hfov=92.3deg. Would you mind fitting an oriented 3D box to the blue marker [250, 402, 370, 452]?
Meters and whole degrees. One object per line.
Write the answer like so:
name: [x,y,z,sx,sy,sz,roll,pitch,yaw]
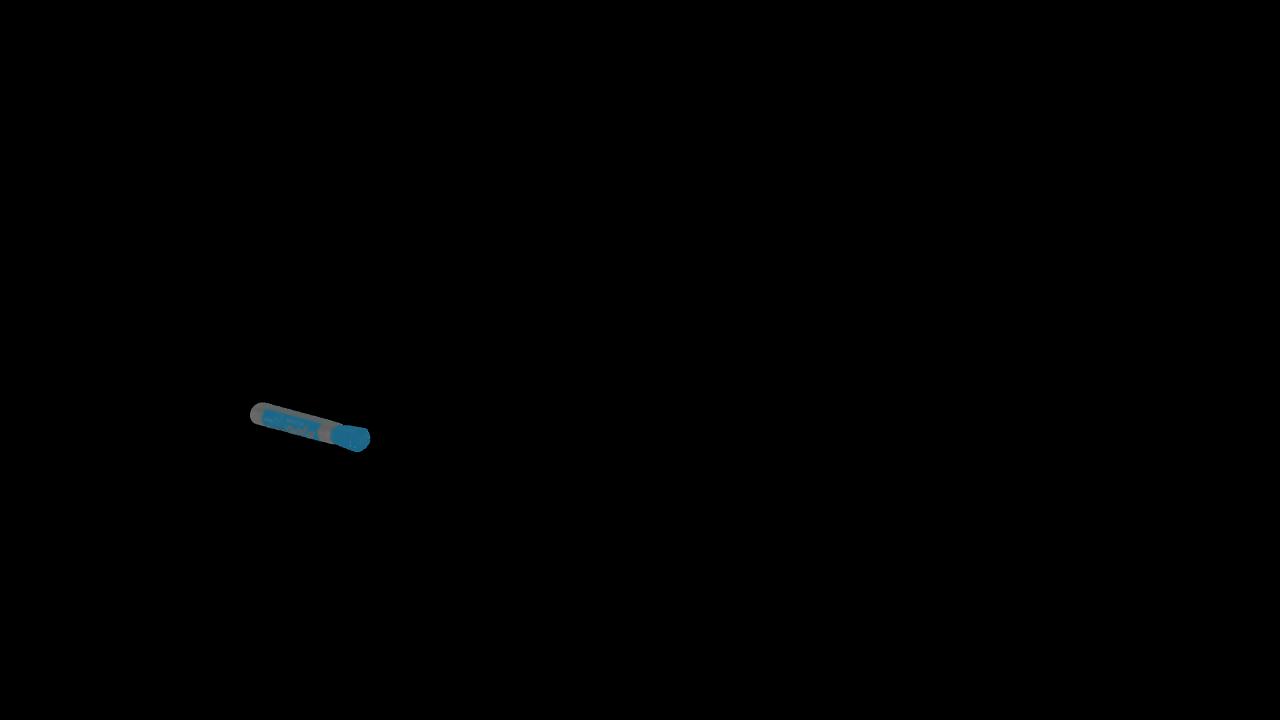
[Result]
blue marker: [-0.260,0.053,0.486,0.121,0.020,0.020,9,4,24]
